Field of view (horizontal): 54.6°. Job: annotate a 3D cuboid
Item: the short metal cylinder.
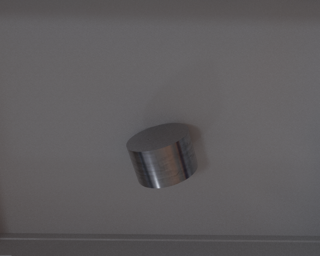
[{"bbox_3d":[0.003,0.033,0.394,0.080,0.080,0.050,-14,110,5],"label":"short metal cylinder"}]
